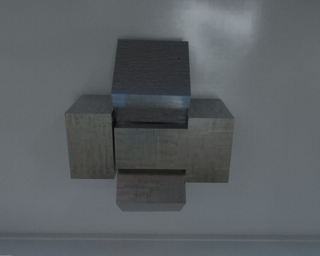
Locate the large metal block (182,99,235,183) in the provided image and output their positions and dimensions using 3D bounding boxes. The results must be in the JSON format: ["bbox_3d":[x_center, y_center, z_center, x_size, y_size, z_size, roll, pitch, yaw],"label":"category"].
[{"bbox_3d":[0.055,0.013,0.386,0.050,0.080,0.079,1,110,0],"label":"large metal block"}]

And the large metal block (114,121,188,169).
[{"bbox_3d":[-0.010,0.010,0.384,0.081,0.080,0.050,1,110,-1],"label":"large metal block"}]

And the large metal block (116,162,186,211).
[{"bbox_3d":[-0.011,0.078,0.402,0.081,0.080,0.050,0,68,-2],"label":"large metal block"}]

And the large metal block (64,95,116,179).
[{"bbox_3d":[-0.078,0.008,0.383,0.050,0.080,0.079,1,110,0],"label":"large metal block"}]

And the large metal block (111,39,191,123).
[{"bbox_3d":[-0.009,-0.054,0.354,0.081,0.080,0.050,2,148,-1],"label":"large metal block"}]
